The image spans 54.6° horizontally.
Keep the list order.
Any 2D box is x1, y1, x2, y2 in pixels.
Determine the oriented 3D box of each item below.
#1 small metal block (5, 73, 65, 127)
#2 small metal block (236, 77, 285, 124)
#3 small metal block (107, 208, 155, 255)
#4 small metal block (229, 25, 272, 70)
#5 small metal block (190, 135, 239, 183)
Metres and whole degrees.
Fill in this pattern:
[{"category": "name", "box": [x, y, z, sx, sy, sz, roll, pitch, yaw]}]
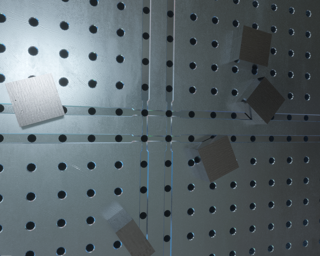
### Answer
[{"category": "small metal block", "box": [-0.144, -0.032, 0.360, 0.050, 0.025, 0.050, -18, 96, -19]}, {"category": "small metal block", "box": [0.152, -0.041, 0.468, 0.050, 0.025, 0.050, 43, 77, -15]}, {"category": "small metal block", "box": [-0.037, 0.134, 0.386, 0.025, 0.050, 0.050, -35, 102, -16]}, {"category": "small metal block", "box": [0.135, -0.119, 0.462, 0.050, 0.025, 0.050, 10, 87, -20]}, {"category": "small metal block", "box": [0.077, 0.042, 0.441, 0.050, 0.025, 0.050, -24, 98, -18]}]
